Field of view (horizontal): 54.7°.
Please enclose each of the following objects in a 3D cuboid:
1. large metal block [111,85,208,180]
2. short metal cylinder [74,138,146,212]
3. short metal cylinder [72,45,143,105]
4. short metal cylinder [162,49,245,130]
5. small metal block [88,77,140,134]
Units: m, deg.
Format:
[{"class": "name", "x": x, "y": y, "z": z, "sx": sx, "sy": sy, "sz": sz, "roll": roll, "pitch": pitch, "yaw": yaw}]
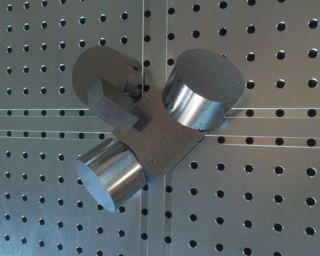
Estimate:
[{"class": "large metal block", "x": 0.001, "y": 0.005, "z": 0.393, "sx": 0.080, "sy": 0.050, "sz": 0.080, "roll": 46, "pitch": 104, "yaw": 14}, {"class": "short metal cylinder", "x": -0.064, "y": 0.059, "z": 0.396, "sx": 0.080, "sy": 0.050, "sz": 0.080, "roll": 35, "pitch": 145, "yaw": 29}, {"class": "short metal cylinder", "x": -0.070, "y": -0.066, "z": 0.420, "sx": 0.080, "sy": 0.050, "sz": 0.079, "roll": 0, "pitch": 90, "yaw": 20}, {"class": "short metal cylinder", "x": 0.048, "y": -0.045, "z": 0.355, "sx": 0.080, "sy": 0.081, "sz": 0.050, "roll": 45, "pitch": 142, "yaw": 14}, {"class": "small metal block", "x": -0.055, "y": -0.027, "z": 0.362, "sx": 0.025, "sy": 0.050, "sz": 0.050, "roll": -47, "pitch": 32, "yaw": 16}]
